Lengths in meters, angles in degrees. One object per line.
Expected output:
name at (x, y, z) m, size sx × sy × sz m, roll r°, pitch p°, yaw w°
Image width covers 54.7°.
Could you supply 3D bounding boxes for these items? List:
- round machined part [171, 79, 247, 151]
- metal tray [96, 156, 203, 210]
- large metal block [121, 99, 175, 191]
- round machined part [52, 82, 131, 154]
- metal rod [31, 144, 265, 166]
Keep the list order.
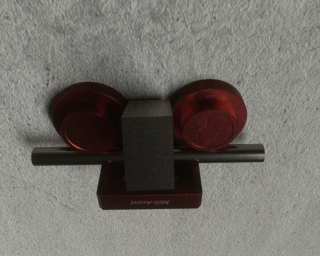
round machined part at (0.060, -0.009, 0.390) m, size 0.099 × 0.042 × 0.097 m, roll -1°, pitch 130°, yaw 0°
metal tray at (-0.013, 0.064, 0.420) m, size 0.131 × 0.090 × 0.030 m, roll -1°, pitch 130°, yaw 0°
large metal block at (-0.011, 0.016, 0.350) m, size 0.050 × 0.080 × 0.079 m, roll -2°, pitch 107°, yaw 0°
round machined part at (-0.086, -0.005, 0.389) m, size 0.099 × 0.042 × 0.097 m, roll -1°, pitch 130°, yaw 0°
metal rod at (-0.015, 0.036, 0.412) m, size 0.302 × 0.025 × 0.025 m, roll -1°, pitch 130°, yaw 0°
